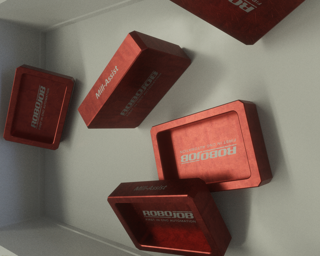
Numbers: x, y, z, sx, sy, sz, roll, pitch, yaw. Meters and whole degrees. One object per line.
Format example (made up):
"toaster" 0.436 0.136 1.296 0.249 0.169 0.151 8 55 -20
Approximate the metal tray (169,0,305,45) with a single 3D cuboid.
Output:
"metal tray" 0.057 -0.137 0.277 0.090 0.131 0.030 -40 27 64

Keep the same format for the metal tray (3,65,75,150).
"metal tray" -0.206 -0.034 0.531 0.030 0.091 0.129 -121 47 -69

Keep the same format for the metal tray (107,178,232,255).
"metal tray" 0.008 0.107 0.368 0.130 0.030 0.090 -12 113 39

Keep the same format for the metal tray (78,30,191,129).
"metal tray" -0.032 -0.052 0.389 0.129 0.091 0.030 -48 62 29

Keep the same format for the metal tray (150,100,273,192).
"metal tray" 0.053 0.028 0.358 0.130 0.030 0.090 -17 79 38
